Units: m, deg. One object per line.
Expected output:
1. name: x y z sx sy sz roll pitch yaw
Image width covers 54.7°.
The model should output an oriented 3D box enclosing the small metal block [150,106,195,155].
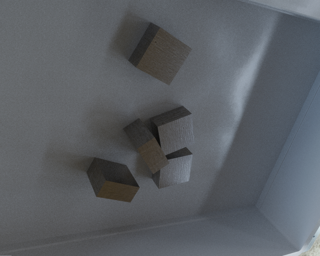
1. small metal block: 0.018 0.004 0.423 0.050 0.025 0.050 -21 127 -16

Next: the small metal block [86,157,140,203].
1. small metal block: -0.062 0.067 0.402 0.050 0.050 0.025 20 107 -36

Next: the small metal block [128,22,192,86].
1. small metal block: 0.000 -0.085 0.358 0.050 0.025 0.050 23 106 -37

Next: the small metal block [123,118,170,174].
1. small metal block: -0.018 0.023 0.398 0.025 0.050 0.050 -34 129 -7

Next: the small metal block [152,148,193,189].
1. small metal block: 0.017 0.057 0.455 0.050 0.025 0.050 -10 123 -24
